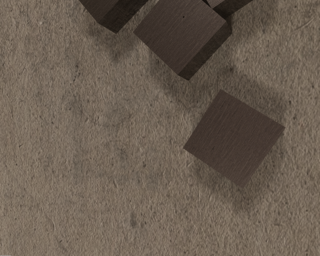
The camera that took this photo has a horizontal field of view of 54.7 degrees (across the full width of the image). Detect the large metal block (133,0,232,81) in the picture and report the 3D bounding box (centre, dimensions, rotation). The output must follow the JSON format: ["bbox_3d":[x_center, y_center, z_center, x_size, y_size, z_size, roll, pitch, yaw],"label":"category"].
[{"bbox_3d":[0.029,-0.118,0.385,0.080,0.050,0.080,46,104,14],"label":"large metal block"}]

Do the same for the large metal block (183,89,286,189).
[{"bbox_3d":[0.087,0.011,0.365,0.080,0.050,0.080,34,101,16],"label":"large metal block"}]

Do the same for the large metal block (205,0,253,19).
[{"bbox_3d":[0.081,-0.188,0.367,0.080,0.050,0.080,-31,80,17],"label":"large metal block"}]

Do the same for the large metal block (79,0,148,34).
[{"bbox_3d":[-0.067,-0.191,0.418,0.080,0.050,0.080,-42,77,15],"label":"large metal block"}]
